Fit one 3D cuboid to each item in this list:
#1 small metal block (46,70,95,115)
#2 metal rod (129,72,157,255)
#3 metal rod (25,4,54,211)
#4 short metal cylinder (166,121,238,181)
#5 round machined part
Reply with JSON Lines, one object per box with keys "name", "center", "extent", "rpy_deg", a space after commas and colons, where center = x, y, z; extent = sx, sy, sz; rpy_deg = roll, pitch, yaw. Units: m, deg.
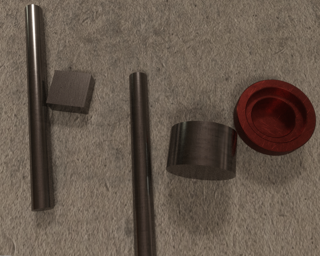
{"name": "small metal block", "center": [-0.121, -0.049, 0.425], "extent": [0.050, 0.025, 0.050], "rpy_deg": [7, 70, 2]}
{"name": "metal rod", "center": [-0.022, 0.068, 0.382], "extent": [0.025, 0.025, 0.299], "rpy_deg": [-3, 70, -2]}
{"name": "metal rod", "center": [-0.166, -0.041, 0.420], "extent": [0.025, 0.025, 0.299], "rpy_deg": [-9, 70, -4]}
{"name": "short metal cylinder", "center": [0.050, 0.029, 0.369], "extent": [0.080, 0.080, 0.050], "rpy_deg": [7, 70, 2]}
{"name": "round machined part", "center": [0.145, -0.010, 0.405], "extent": [0.099, 0.042, 0.098], "rpy_deg": [0, 70, -1]}
